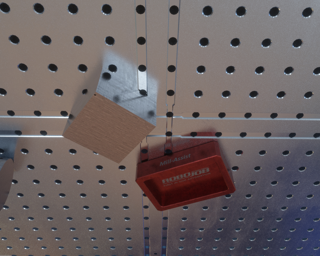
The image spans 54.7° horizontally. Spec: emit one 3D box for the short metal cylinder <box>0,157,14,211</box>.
[{"bbox_3d":[-0.249,0.079,0.440,0.050,0.080,0.079,11,129,-10],"label":"short metal cylinder"}]

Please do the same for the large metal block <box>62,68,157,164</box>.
[{"bbox_3d":[-0.061,-0.012,0.384,0.080,0.050,0.080,30,124,-24],"label":"large metal block"}]

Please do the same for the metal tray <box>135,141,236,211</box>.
[{"bbox_3d":[0.040,0.077,0.474,0.130,0.030,0.090,-18,128,15],"label":"metal tray"}]
